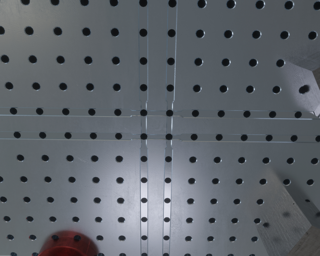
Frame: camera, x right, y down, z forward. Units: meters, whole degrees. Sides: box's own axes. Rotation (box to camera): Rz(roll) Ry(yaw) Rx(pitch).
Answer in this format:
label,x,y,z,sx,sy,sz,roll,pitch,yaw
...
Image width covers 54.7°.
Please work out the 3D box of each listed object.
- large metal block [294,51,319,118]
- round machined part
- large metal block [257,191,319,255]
label,x,y,z,sx,sy,sz,roll,pitch,yaw
large metal block,0.227,-0.059,0.380,0.080,0.050,0.080,-28,108,10
round machined part,-0.149,0.225,0.486,0.099,0.042,0.097,0,110,0
large metal block,0.194,0.152,0.442,0.050,0.080,0.080,27,108,-10
